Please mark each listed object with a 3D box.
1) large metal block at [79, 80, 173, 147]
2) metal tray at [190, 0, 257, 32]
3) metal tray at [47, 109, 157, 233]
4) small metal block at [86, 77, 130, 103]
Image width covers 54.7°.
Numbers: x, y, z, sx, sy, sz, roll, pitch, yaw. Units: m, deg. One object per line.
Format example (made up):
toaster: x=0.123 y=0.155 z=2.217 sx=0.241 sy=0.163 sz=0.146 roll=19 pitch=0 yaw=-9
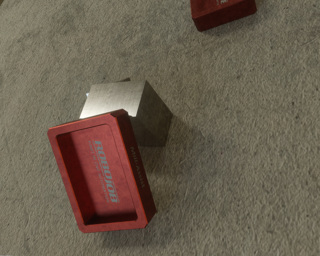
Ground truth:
large metal block: x=-0.040 y=-0.015 z=0.399 sx=0.080 sy=0.080 sz=0.050 roll=-1 pitch=62 yaw=28
metal tray: x=0.093 y=-0.218 z=0.485 sx=0.090 sy=0.030 sz=0.130 roll=-14 pitch=56 yaw=20
metal tray: x=-0.065 y=0.051 z=0.352 sx=0.090 sy=0.030 sz=0.129 roll=-12 pitch=99 yaw=21
small metal block: x=-0.071 y=-0.051 z=0.456 sx=0.050 sy=0.025 sz=0.050 roll=-14 pitch=15 yaw=20
